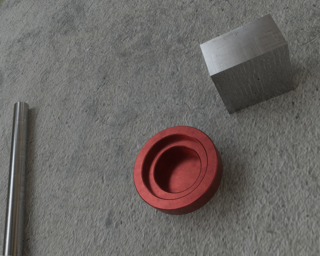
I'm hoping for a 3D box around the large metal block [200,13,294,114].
[{"bbox_3d":[0.102,-0.070,0.358,0.080,0.080,0.050,-21,54,15],"label":"large metal block"}]

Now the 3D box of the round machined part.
[{"bbox_3d":[0.023,0.050,0.350,0.098,0.042,0.098,-13,56,21],"label":"round machined part"}]

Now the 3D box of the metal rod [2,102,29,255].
[{"bbox_3d":[-0.216,0.077,0.470,0.025,0.025,0.299,-25,53,13],"label":"metal rod"}]
